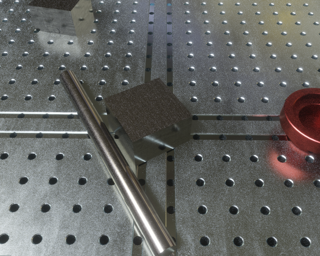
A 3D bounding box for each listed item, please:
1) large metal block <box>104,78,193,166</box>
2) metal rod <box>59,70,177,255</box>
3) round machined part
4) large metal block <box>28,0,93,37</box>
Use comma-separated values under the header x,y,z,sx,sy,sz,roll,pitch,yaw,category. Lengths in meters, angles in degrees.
x,y,z,sx,sy,sz,roll,pitch,yaw,category
-0.016,-0.010,0.400,0.081,0.050,0.080,-24,54,-19,large metal block
-0.067,0.023,0.387,0.025,0.025,0.300,-23,54,-18,metal rod
0.205,-0.004,0.401,0.099,0.042,0.098,0,50,0,round machined part
-0.181,-0.219,0.574,0.080,0.050,0.080,11,51,9,large metal block
